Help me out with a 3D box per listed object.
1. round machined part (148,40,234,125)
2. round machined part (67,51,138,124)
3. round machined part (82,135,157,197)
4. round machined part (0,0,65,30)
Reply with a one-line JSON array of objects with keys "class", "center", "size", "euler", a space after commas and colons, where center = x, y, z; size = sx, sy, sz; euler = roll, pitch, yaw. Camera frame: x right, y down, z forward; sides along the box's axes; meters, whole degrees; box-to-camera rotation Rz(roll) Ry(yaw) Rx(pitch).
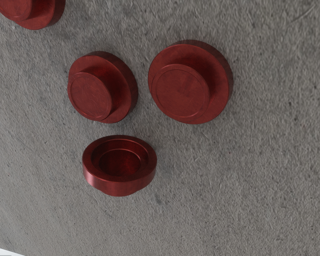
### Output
[{"class": "round machined part", "center": [0.030, -0.046, 0.352], "size": [0.098, 0.042, 0.097], "euler": [13, 124, 21]}, {"class": "round machined part", "center": [-0.082, -0.048, 0.409], "size": [0.098, 0.042, 0.097], "euler": [13, 124, 21]}, {"class": "round machined part", "center": [-0.055, 0.055, 0.423], "size": [0.098, 0.098, 0.042], "euler": [20, 126, 17]}, {"class": "round machined part", "center": [-0.170, -0.170, 0.381], "size": [0.098, 0.042, 0.097], "euler": [13, 124, 21]}]
